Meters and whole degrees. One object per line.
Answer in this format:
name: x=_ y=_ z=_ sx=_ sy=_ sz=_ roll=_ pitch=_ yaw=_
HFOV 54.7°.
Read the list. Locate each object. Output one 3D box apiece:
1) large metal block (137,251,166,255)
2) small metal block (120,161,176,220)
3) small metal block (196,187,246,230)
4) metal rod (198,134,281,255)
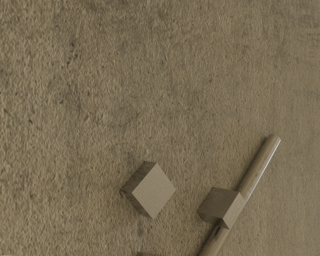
large metal block: x=0.004 y=0.205 z=0.373 sx=0.050 sy=0.080 sz=0.080 roll=27 pitch=73 yaw=-37
small metal block: x=-0.014 y=0.078 z=0.393 sx=0.050 sy=0.025 sz=0.050 roll=-48 pitch=119 yaw=-29
small metal block: x=0.092 y=0.119 z=0.465 sx=0.050 sy=0.050 sz=0.025 roll=-47 pitch=119 yaw=-30
metal rod: x=0.130 y=0.122 z=0.513 sx=0.301 sy=0.025 sz=0.025 roll=-50 pitch=120 yaw=-28
